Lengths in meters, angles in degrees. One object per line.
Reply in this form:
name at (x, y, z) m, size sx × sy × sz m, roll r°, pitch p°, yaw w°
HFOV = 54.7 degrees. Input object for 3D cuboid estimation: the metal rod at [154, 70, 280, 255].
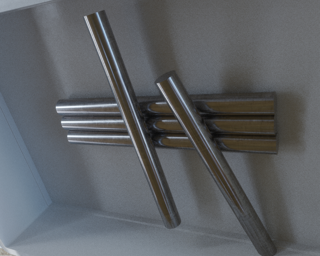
metal rod at (0.080, 0.063, 0.377) m, size 0.025 × 0.025 × 0.299 m, roll -17°, pitch 117°, yaw 34°

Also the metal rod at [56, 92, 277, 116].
metal rod at (-0.012, -0.028, 0.395) m, size 0.301 × 0.025 × 0.025 m, roll 1°, pitch 119°, yaw 27°

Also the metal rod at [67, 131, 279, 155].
metal rod at (-0.002, 0.015, 0.416) m, size 0.301 × 0.025 × 0.025 m, roll 1°, pitch 119°, yaw 27°

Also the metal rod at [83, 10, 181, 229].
metal rod at (-0.027, 0.007, 0.391) m, size 0.025 × 0.025 × 0.298 m, roll -5°, pitch 116°, yaw 30°

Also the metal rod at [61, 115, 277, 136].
metal rod at (-0.008, -0.007, 0.406) m, size 0.301 × 0.025 × 0.025 m, roll 1°, pitch 119°, yaw 27°
